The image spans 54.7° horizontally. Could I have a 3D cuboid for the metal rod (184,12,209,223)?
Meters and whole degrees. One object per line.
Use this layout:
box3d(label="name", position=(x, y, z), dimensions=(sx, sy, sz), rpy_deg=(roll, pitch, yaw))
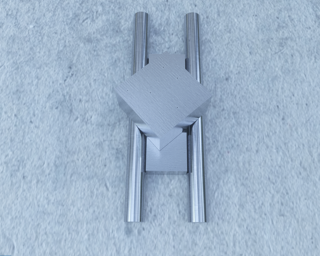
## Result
box3d(label="metal rod", position=(0.047, -0.028, 0.420), dimensions=(0.025, 0.025, 0.299), rpy_deg=(1, 70, 0))

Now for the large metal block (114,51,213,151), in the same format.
box3d(label="large metal block", position=(0.004, -0.033, 0.379), dimensions=(0.080, 0.050, 0.080), rpy_deg=(-39, 75, -13))

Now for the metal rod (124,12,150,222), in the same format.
box3d(label="metal rod", position=(-0.029, -0.028, 0.420), dimensions=(0.025, 0.025, 0.299), rpy_deg=(1, 70, 0))

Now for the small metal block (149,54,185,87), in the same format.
box3d(label="small metal block", position=(0.009, -0.076, 0.436), dimensions=(0.050, 0.025, 0.050), rpy_deg=(1, 70, 0))

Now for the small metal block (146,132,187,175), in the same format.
box3d(label="small metal block", position=(0.008, 0.033, 0.396), dimensions=(0.050, 0.025, 0.050), rpy_deg=(1, 70, 0))
